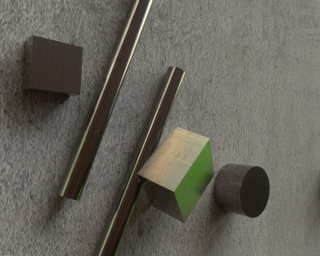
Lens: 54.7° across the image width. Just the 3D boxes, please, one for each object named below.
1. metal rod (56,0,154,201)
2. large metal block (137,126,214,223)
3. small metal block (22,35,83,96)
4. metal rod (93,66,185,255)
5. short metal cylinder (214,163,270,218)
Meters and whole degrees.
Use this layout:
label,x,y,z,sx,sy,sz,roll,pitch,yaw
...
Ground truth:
label,x,y,z,sx,sy,sz,roll,pitch,yaw
metal rod,-0.052,-0.065,0.361,0.025,0.025,0.299,29,72,-36
large metal block,0.024,0.058,0.389,0.080,0.050,0.080,-52,146,-28
small metal block,-0.108,-0.060,0.314,0.050,0.025,0.050,4,87,-40
metal rod,-0.029,0.057,0.380,0.025,0.025,0.299,33,69,-35
short metal cylinder,0.132,0.099,0.499,0.081,0.050,0.080,0,90,-40
